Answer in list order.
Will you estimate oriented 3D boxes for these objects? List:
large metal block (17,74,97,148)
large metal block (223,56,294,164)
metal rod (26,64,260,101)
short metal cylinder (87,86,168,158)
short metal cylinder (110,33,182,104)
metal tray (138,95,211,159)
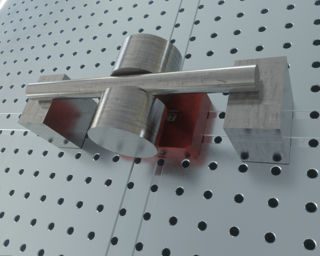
[{"bbox_3d":[-0.149,-0.023,0.464,0.050,0.080,0.080,1,62,29],"label":"large metal block"},{"bbox_3d":[0.107,-0.016,0.325,0.050,0.080,0.080,1,62,29],"label":"large metal block"},{"bbox_3d":[-0.043,-0.048,0.357,0.300,0.025,0.025,1,62,28],"label":"metal rod"},{"bbox_3d":[-0.036,-0.004,0.356,0.080,0.080,0.050,1,62,28],"label":"short metal cylinder"},{"bbox_3d":[-0.017,-0.071,0.387,0.080,0.080,0.050,1,62,28],"label":"short metal cylinder"},{"bbox_3d":[-0.006,-0.010,0.414,0.130,0.030,0.090,2,62,29],"label":"metal tray"}]
